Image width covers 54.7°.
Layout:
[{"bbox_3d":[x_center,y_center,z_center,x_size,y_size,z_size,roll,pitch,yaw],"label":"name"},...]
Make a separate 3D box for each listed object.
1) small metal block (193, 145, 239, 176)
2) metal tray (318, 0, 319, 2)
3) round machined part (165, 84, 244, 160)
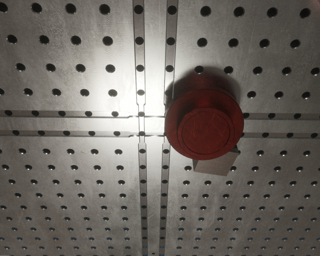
[{"bbox_3d":[0.079,0.041,0.448,0.050,0.025,0.050,9,130,-9],"label":"small metal block"},{"bbox_3d":[0.198,-0.143,0.290,0.130,0.030,0.090,36,121,-27],"label":"metal tray"},{"bbox_3d":[0.055,-0.002,0.384,0.099,0.042,0.097,1,114,2],"label":"round machined part"}]
